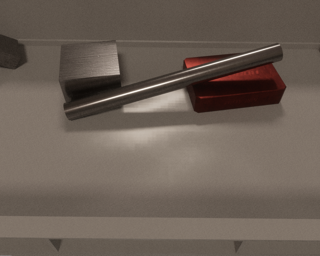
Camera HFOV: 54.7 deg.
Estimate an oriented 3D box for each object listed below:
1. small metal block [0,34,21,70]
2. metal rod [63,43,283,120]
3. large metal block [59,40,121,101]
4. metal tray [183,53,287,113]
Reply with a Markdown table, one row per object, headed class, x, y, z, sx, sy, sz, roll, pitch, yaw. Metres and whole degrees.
| class | x | y | z | sx | sy | sz | roll | pitch | yaw |
| --- | --- | --- | --- | --- | --- | --- | --- | --- | --- |
| small metal block | -0.254 | -0.124 | 0.490 | 0.050 | 0.025 | 0.050 | 13 | 39 | -41 |
| metal rod | 0.018 | -0.063 | 0.424 | 0.302 | 0.025 | 0.025 | -16 | 51 | -1 |
| large metal block | -0.100 | -0.082 | 0.456 | 0.081 | 0.050 | 0.080 | -7 | 50 | -6 |
| metal tray | 0.107 | -0.071 | 0.463 | 0.131 | 0.030 | 0.090 | -7 | 50 | -6 |
